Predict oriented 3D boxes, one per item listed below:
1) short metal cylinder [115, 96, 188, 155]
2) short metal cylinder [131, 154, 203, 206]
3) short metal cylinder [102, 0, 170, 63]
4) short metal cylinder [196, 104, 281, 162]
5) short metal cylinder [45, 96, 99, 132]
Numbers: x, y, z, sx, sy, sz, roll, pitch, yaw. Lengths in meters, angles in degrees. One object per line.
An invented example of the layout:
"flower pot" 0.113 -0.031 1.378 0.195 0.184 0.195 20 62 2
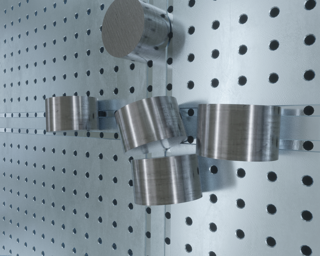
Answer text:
"short metal cylinder" -0.011 -0.001 0.382 0.080 0.081 0.050 -25 75 37
"short metal cylinder" 0.008 0.059 0.367 0.080 0.081 0.050 -9 84 39
"short metal cylinder" -0.034 -0.132 0.421 0.080 0.050 0.079 0 90 40
"short metal cylinder" 0.077 0.003 0.310 0.080 0.081 0.050 4 93 40
"short metal cylinder" -0.137 -0.020 0.487 0.080 0.081 0.050 -5 87 40
